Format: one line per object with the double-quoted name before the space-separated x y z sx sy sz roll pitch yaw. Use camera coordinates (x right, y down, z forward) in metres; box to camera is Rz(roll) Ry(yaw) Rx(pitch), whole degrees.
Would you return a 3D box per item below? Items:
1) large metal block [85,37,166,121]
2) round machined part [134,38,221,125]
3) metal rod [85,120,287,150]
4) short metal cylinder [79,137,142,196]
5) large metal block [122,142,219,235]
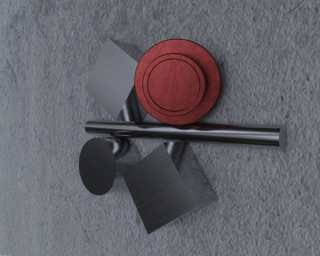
"large metal block" -0.048 -0.065 0.424 0.080 0.050 0.080 44 116 31
"round machined part" 0.018 -0.050 0.348 0.098 0.042 0.097 3 105 11
"metal rod" 0.006 0.004 0.401 0.300 0.025 0.025 3 92 39
"short metal cylinder" -0.072 0.053 0.447 0.080 0.050 0.079 0 90 39
"large metal block" 0.011 0.071 0.379 0.080 0.050 0.080 -40 66 32
